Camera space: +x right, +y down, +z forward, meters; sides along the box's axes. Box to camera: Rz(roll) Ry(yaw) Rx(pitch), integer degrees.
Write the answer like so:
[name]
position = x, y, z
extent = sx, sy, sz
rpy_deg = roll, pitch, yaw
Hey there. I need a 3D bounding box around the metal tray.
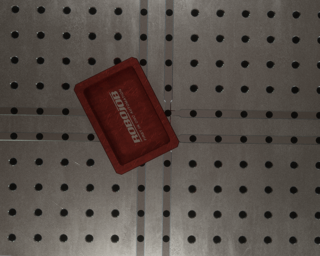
[metal tray]
position = -0.043, -0.016, 0.410
extent = 0.090, 0.030, 0.130
rpy_deg = -27, 90, -1
